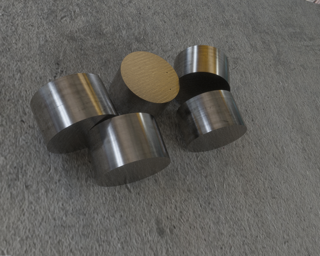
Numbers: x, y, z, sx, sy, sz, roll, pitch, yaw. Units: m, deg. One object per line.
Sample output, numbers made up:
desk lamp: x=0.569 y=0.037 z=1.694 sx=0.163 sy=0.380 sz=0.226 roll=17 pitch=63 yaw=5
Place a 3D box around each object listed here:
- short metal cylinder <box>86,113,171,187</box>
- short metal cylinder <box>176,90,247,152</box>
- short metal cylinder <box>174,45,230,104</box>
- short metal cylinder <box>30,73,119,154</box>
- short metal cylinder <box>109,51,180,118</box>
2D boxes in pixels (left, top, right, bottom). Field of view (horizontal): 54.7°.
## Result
short metal cylinder: x=-0.034 y=0.025 z=0.334 sx=0.081 sy=0.080 sz=0.050 roll=-6 pitch=65 yaw=-31
short metal cylinder: x=0.067 y=-0.007 z=0.409 sx=0.081 sy=0.080 sz=0.050 roll=-3 pitch=64 yaw=-30
short metal cylinder: x=0.059 y=-0.071 z=0.443 sx=0.081 sy=0.080 sz=0.050 roll=18 pitch=55 yaw=-18
short metal cylinder: x=-0.088 y=-0.014 z=0.329 sx=0.081 sy=0.080 sz=0.050 roll=-16 pitch=70 yaw=-34
short metal cylinder: x=-0.021 y=-0.054 z=0.409 sx=0.081 sy=0.050 sz=0.080 roll=14 pitch=56 yaw=-21
